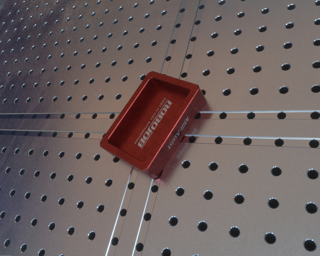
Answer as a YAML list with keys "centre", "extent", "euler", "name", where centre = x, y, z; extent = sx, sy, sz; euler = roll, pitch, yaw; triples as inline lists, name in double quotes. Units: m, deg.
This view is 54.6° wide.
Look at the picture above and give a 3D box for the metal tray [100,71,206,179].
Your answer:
- centre: [-0.010, -0.009, 0.416]
  extent: [0.090, 0.030, 0.130]
  euler: [24, 75, 36]
  name: "metal tray"
